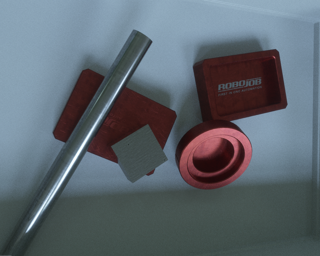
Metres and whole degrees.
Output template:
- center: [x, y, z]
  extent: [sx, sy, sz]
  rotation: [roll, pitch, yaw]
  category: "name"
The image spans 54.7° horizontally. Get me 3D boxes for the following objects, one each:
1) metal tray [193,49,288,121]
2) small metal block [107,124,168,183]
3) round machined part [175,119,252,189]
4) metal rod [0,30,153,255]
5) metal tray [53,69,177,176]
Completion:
- center: [0.119, -0.061, 0.453]
  extent: [0.131, 0.030, 0.089]
  rotation: [-12, 94, -20]
  category: "metal tray"
- center: [-0.027, 0.029, 0.369]
  extent: [0.050, 0.025, 0.050]
  rotation: [-32, 101, -17]
  category: "small metal block"
- center: [0.068, 0.031, 0.414]
  extent: [0.099, 0.042, 0.097]
  rotation: [-6, 120, -10]
  category: "round machined part"
- center: [-0.097, 0.027, 0.344]
  extent: [0.025, 0.025, 0.299]
  rotation: [31, 92, -18]
  category: "metal rod"
- center: [-0.054, -0.005, 0.389]
  extent: [0.131, 0.030, 0.090]
  rotation: [25, 82, -19]
  category: "metal tray"
